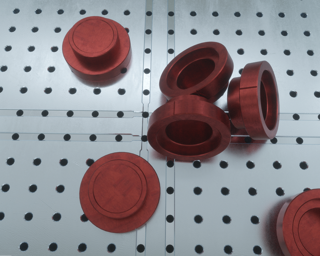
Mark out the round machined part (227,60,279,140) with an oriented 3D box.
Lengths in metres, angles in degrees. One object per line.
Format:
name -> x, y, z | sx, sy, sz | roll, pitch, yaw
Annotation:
round machined part -> 0.118, -0.033, 0.395 | 0.042, 0.098, 0.098 | -4, 66, 34

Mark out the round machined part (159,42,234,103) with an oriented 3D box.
round machined part -> 0.051, -0.065, 0.409 | 0.098, 0.042, 0.098 | -23, 41, 22

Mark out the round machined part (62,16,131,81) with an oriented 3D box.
round machined part -> -0.092, -0.121, 0.446 | 0.099, 0.042, 0.098 | 0, 70, 0

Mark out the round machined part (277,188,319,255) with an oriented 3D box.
round machined part -> 0.184, 0.122, 0.359 | 0.099, 0.042, 0.098 | 0, 70, 0

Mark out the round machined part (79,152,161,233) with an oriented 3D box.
round machined part -> -0.048, 0.076, 0.375 | 0.099, 0.042, 0.098 | 0, 70, 0

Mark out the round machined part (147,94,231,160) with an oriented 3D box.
round machined part -> 0.035, -0.003, 0.377 | 0.099, 0.098, 0.042 | 4, 54, 1
